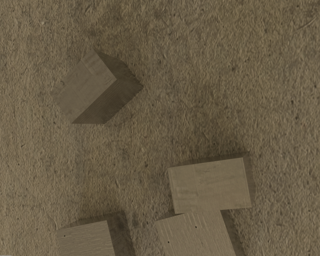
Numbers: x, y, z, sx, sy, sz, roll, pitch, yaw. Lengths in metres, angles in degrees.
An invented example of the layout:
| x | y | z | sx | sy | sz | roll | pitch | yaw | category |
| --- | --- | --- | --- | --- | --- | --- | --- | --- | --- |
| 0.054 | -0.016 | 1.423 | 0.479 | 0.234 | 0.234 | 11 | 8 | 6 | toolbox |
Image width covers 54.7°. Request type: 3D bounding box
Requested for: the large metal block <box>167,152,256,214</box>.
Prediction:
| x | y | z | sx | sy | sz | roll | pitch | yaw | category |
| --- | --- | --- | --- | --- | --- | --- | --- | --- | --- |
| 0.063 | 0.060 | 0.357 | 0.080 | 0.080 | 0.050 | -11 | 87 | 19 | large metal block |

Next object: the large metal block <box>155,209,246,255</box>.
| x | y | z | sx | sy | sz | roll | pitch | yaw | category |
| --- | --- | --- | --- | --- | --- | --- | --- | --- | --- |
| 0.051 | 0.136 | 0.378 | 0.080 | 0.050 | 0.080 | -21 | 83 | 18 | large metal block |

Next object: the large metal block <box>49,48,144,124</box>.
| x | y | z | sx | sy | sz | roll | pitch | yaw | category |
| --- | --- | --- | --- | --- | --- | --- | --- | --- | --- |
| -0.080 | -0.050 | 0.408 | 0.080 | 0.080 | 0.050 | -41 | 77 | 15 | large metal block |

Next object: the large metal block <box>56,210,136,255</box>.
| x | y | z | sx | sy | sz | roll | pitch | yaw | category |
| --- | --- | --- | --- | --- | --- | --- | --- | --- | --- |
| -0.085 | 0.166 | 0.426 | 0.080 | 0.050 | 0.080 | -16 | 85 | 19 | large metal block |
